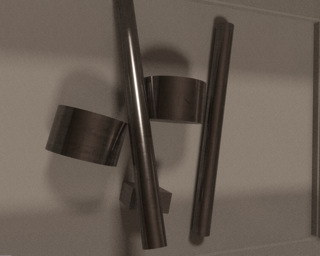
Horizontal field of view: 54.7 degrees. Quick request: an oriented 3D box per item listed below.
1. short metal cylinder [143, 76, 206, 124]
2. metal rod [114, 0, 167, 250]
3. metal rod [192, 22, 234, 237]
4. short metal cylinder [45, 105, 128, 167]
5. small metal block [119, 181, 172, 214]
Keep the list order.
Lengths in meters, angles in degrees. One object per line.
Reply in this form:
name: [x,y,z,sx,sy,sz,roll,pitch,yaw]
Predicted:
short metal cylinder: [0.016,-0.033,0.388,0.081,0.080,0.050,5,89,-20]
metal rod: [-0.026,-0.021,0.353,0.025,0.025,0.299,-2,73,-20]
metal rod: [0.076,0.000,0.439,0.025,0.025,0.298,8,87,-20]
short metal cylinder: [-0.082,0.009,0.352,0.081,0.080,0.050,17,85,-20]
small metal block: [-0.019,0.087,0.391,0.050,0.050,0.025,12,86,-20]
